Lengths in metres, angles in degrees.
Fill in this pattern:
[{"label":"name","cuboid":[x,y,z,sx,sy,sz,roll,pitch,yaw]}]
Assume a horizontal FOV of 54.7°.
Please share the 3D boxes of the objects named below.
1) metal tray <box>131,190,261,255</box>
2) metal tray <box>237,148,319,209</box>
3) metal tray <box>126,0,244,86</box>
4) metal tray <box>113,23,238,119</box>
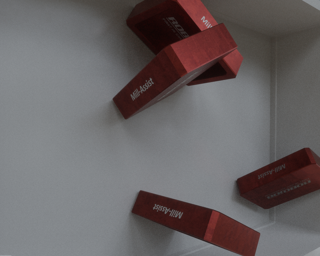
[{"label":"metal tray","cuboid":[0.039,0.113,0.371,0.090,0.130,0.030,34,69,-35]},{"label":"metal tray","cuboid":[0.207,0.088,0.514,0.090,0.130,0.030,32,38,-36]},{"label":"metal tray","cuboid":[0.032,-0.109,0.390,0.130,0.090,0.030,40,64,-33]},{"label":"metal tray","cuboid":[0.012,-0.059,0.346,0.091,0.129,0.030,-32,91,-35]}]
